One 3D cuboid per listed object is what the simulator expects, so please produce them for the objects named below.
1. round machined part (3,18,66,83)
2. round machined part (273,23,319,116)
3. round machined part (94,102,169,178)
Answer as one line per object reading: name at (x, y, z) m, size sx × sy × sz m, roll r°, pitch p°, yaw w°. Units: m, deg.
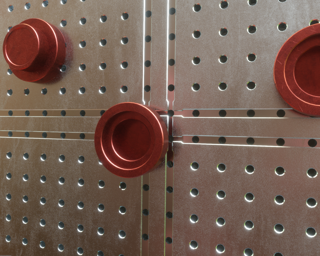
round machined part at (-0.198, -0.120, 0.474) m, size 0.098 × 0.042 × 0.097 m, roll 0°, pitch 90°, yaw 20°
round machined part at (0.177, -0.061, 0.341) m, size 0.098 × 0.042 × 0.097 m, roll 0°, pitch 90°, yaw 20°
round machined part at (-0.035, 0.015, 0.416) m, size 0.098 × 0.042 × 0.097 m, roll 0°, pitch 90°, yaw 20°
